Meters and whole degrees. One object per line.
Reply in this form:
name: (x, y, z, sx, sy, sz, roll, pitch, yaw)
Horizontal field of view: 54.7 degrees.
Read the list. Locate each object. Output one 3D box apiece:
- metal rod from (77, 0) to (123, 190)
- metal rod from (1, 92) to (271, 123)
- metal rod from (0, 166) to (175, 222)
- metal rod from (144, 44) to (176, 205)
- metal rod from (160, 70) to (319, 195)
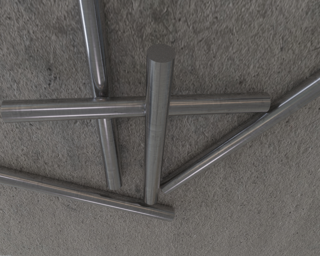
metal rod: (-0.069, -0.027, 0.382, 0.025, 0.025, 0.298, 0, 130, 0)
metal rod: (-0.019, -0.025, 0.359, 0.302, 0.025, 0.025, -3, 131, -8)
metal rod: (-0.119, 0.107, 0.496, 0.302, 0.025, 0.025, 17, 128, -14)
metal rod: (-0.007, 0.025, 0.385, 0.025, 0.025, 0.298, 2, 143, -2)
metal rod: (0.111, 0.010, 0.416, 0.025, 0.025, 0.299, 36, 122, -26)
